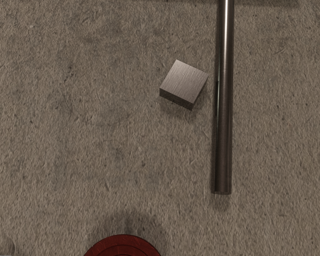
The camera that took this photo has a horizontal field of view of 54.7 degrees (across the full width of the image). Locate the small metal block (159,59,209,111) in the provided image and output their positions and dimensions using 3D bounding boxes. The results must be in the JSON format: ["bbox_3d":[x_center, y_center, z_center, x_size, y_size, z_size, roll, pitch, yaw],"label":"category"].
[{"bbox_3d":[0.033,-0.059,0.430,0.050,0.025,0.050,27,72,9],"label":"small metal block"}]

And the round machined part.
[{"bbox_3d":[-0.040,0.167,0.337,0.099,0.042,0.098,0,70,-1],"label":"round machined part"}]

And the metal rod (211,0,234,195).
[{"bbox_3d":[0.089,-0.060,0.431,0.025,0.025,0.299,5,70,1],"label":"metal rod"}]
